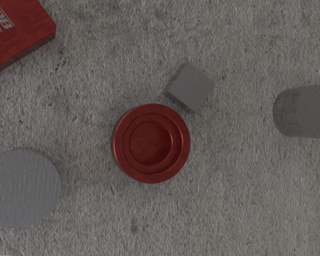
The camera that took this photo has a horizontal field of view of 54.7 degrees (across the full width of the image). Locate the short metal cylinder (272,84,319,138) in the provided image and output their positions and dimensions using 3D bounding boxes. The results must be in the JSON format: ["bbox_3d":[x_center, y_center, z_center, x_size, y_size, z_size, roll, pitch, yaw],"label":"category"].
[{"bbox_3d":[0.224,-0.025,0.479,0.081,0.050,0.080,0,90,-20],"label":"short metal cylinder"}]

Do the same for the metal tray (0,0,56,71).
[{"bbox_3d":[-0.190,-0.136,0.336,0.090,0.030,0.130,-39,103,-16],"label":"metal tray"}]

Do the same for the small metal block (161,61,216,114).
[{"bbox_3d":[0.039,-0.054,0.424,0.050,0.025,0.050,37,78,-17],"label":"small metal block"}]

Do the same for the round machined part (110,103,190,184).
[{"bbox_3d":[-0.015,0.019,0.395,0.099,0.042,0.097,0,90,-20],"label":"round machined part"}]

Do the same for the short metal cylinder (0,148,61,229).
[{"bbox_3d":[-0.152,0.063,0.340,0.081,0.050,0.080,0,90,-20],"label":"short metal cylinder"}]
